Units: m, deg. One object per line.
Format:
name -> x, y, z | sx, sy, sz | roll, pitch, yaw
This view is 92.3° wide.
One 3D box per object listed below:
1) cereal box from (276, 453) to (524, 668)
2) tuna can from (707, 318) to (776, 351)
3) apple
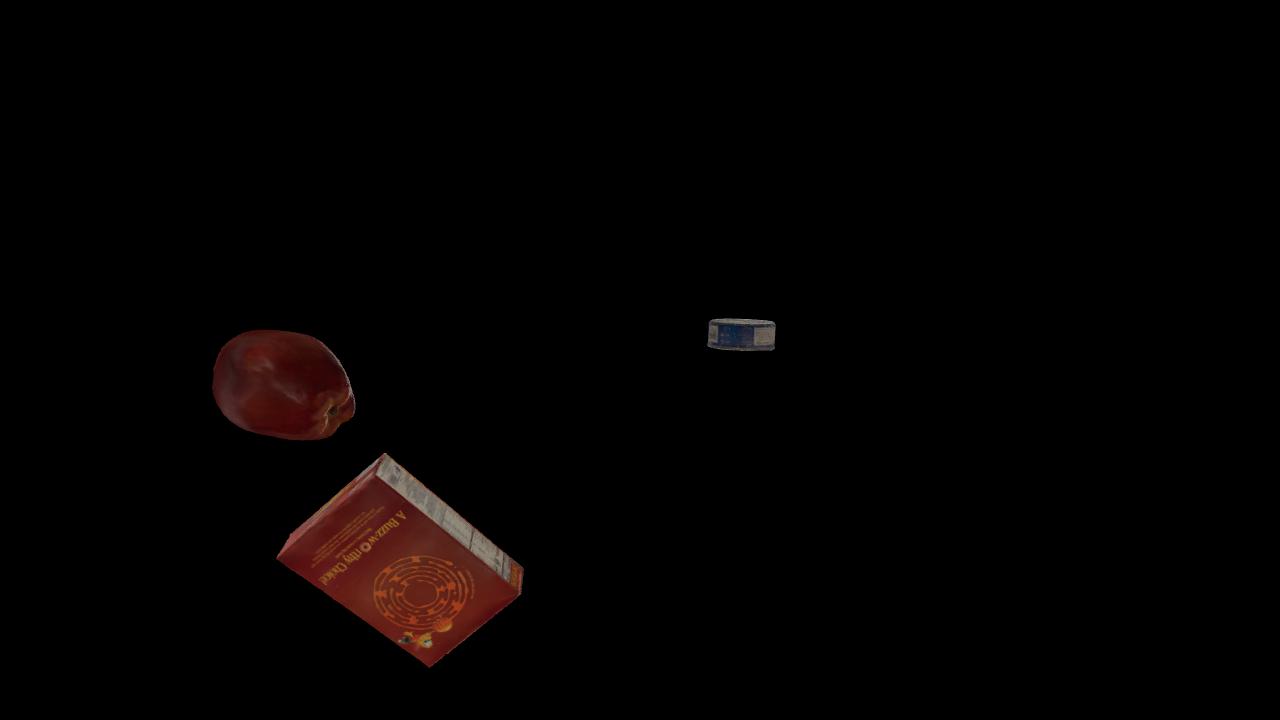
cereal box -> -0.359, 0.316, 0.955 | 0.203, 0.306, 0.081 | -40, 21, 7
tuna can -> 0.126, -0.032, 0.767 | 0.084, 0.034, 0.084 | 1, 8, 0
apple -> -0.248, 0.017, 0.430 | 0.093, 0.079, 0.079 | 29, 9, 16
